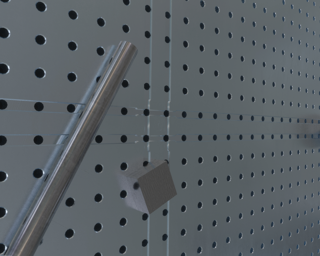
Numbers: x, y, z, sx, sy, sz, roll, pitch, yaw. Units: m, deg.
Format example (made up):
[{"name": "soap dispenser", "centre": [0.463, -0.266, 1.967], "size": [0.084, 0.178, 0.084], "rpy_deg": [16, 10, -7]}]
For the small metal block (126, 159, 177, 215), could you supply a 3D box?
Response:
[{"name": "small metal block", "centre": [-0.010, 0.075, 0.401], "size": [0.050, 0.025, 0.050], "rpy_deg": [-28, 108, -37]}]

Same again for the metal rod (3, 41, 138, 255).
[{"name": "metal rod", "centre": [-0.095, 0.032, 0.329], "size": [0.025, 0.025, 0.300], "rpy_deg": [37, 67, -34]}]
